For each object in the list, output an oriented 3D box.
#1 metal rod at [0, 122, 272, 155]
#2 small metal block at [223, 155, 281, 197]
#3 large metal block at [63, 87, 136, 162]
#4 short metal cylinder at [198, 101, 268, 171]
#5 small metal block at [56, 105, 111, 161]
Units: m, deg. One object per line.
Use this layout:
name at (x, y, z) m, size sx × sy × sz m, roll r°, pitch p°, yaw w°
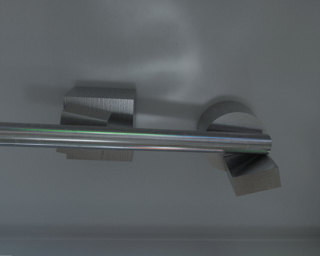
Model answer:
metal rod at (-0.024, 0.012, 0.339) m, size 0.302 × 0.025 × 0.025 m, roll 3°, pitch 110°, yaw -10°
small metal block at (0.106, 0.051, 0.362) m, size 0.050 × 0.050 × 0.025 m, roll -14°, pitch 110°, yaw 4°
large metal block at (-0.073, -0.006, 0.392) m, size 0.081 × 0.050 × 0.079 m, roll 2°, pitch 110°, yaw -2°
short metal cylinder at (0.092, 0.010, 0.401) m, size 0.081 × 0.050 × 0.079 m, roll 0°, pitch 110°, yaw -1°
small metal block at (-0.088, 0.005, 0.357) m, size 0.050 × 0.025 × 0.050 m, roll 12°, pitch 109°, yaw -5°
